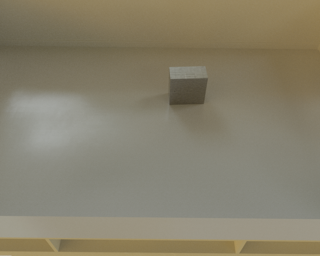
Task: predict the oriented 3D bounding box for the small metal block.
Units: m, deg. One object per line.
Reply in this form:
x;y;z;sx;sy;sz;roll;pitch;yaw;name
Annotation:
0.038;-0.060;0.439;0.050;0.050;0.025;-2;50;-2;small metal block
